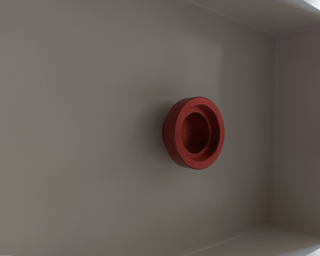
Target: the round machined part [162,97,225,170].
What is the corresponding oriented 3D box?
[{"bbox_3d":[0.042,0.007,0.430,0.099,0.042,0.097,0,90,-40],"label":"round machined part"}]
